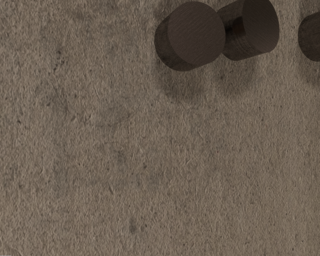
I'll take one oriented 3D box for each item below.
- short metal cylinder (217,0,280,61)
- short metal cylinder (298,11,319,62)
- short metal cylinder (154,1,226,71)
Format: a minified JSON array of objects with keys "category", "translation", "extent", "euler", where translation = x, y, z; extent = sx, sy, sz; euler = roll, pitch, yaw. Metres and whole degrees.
[{"category":"short metal cylinder","translation":[0.121,-0.138,0.431],"extent":[0.081,0.050,0.080],"euler":[3,85,-36]},{"category":"short metal cylinder","translation":[0.273,-0.151,0.499],"extent":[0.081,0.050,0.079],"euler":[0,90,-21]},{"category":"short metal cylinder","translation":[0.039,-0.119,0.411],"extent":[0.081,0.050,0.079],"euler":[0,90,-20]}]
